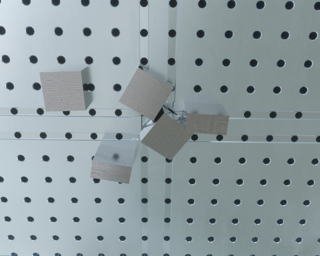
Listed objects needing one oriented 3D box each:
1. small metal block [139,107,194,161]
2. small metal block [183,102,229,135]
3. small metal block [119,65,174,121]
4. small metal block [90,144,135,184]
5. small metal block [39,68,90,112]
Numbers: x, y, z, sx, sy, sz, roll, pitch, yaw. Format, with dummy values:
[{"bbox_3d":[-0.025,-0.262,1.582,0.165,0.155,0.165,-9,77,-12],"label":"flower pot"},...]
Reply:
[{"bbox_3d":[0.008,0.007,0.413,0.050,0.025,0.050,33,107,-20],"label":"small metal block"},{"bbox_3d":[0.057,-0.013,0.396,0.050,0.050,0.025,4,110,-2],"label":"small metal block"},{"bbox_3d":[-0.017,-0.045,0.397,0.050,0.025,0.050,29,107,-10],"label":"small metal block"},{"bbox_3d":[-0.062,0.048,0.417,0.050,0.050,0.025,10,110,-4],"label":"small metal block"},{"bbox_3d":[-0.120,-0.049,0.394,0.050,0.025,0.050,-2,110,0],"label":"small metal block"}]
